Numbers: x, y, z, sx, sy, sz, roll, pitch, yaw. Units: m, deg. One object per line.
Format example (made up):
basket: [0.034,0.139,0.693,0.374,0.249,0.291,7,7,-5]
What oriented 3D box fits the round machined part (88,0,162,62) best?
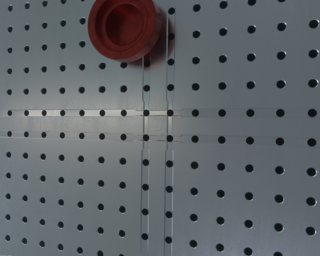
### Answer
round machined part: [-0.044,-0.137,0.419,0.098,0.042,0.097,0,90,20]
